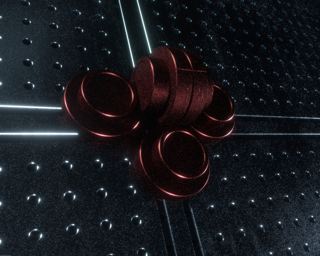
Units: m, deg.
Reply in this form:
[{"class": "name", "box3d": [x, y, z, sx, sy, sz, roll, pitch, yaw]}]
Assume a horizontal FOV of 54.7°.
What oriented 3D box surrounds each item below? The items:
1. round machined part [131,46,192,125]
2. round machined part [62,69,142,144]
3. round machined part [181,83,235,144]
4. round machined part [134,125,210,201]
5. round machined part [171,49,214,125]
[{"class": "round machined part", "box3d": [-0.005, -0.052, 0.384, 0.042, 0.097, 0.098, 1, 61, -28]}, {"class": "round machined part", "box3d": [-0.067, -0.033, 0.382, 0.099, 0.042, 0.098, 14, 56, -21]}, {"class": "round machined part", "box3d": [0.070, -0.029, 0.454, 0.099, 0.042, 0.098, 14, 56, -21]}, {"class": "round machined part", "box3d": [0.021, 0.038, 0.387, 0.099, 0.042, 0.098, 14, 56, -21]}, {"class": "round machined part", "box3d": [0.033, -0.053, 0.406, 0.042, 0.097, 0.098, -1, 62, -29]}]
